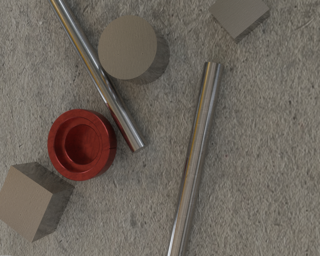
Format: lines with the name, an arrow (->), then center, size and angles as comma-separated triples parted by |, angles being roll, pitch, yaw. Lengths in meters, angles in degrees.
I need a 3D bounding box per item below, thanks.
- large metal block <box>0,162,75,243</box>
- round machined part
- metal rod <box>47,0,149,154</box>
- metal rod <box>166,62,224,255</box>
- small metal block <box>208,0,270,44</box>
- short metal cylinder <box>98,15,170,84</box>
large metal block -> -0.187, 0.107, 0.460 | 0.080, 0.050, 0.080 | 28, 99, 17
round machined part -> -0.104, 0.023, 0.435 | 0.098, 0.042, 0.097 | 0, 90, 19
metal rod -> -0.100, -0.099, 0.442 | 0.025, 0.025, 0.299 | -33, 80, 17
metal rod -> 0.039, 0.067, 0.394 | 0.025, 0.025, 0.298 | 12, 94, 19
small metal block -> 0.096, -0.140, 0.375 | 0.050, 0.025, 0.050 | -40, 78, 15
short metal cylinder -> -0.033, -0.100, 0.406 | 0.080, 0.050, 0.079 | 0, 90, 19
